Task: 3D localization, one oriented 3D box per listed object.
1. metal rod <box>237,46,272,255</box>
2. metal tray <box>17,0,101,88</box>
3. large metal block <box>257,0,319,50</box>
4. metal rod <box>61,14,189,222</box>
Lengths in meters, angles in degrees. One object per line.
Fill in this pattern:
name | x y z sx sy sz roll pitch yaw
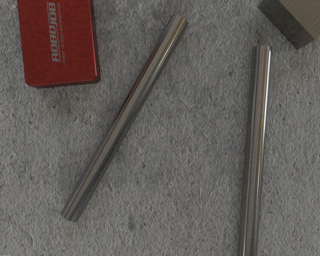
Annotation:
metal rod | 0.125 0.042 0.411 0.025 0.025 0.298 4 90 -1
metal tray | -0.131 -0.121 0.406 0.091 0.030 0.129 -6 90 -1
large metal block | 0.190 -0.163 0.400 0.080 0.050 0.080 -43 91 0
metal rod | -0.046 -0.013 0.409 0.025 0.025 0.299 29 90 -1
